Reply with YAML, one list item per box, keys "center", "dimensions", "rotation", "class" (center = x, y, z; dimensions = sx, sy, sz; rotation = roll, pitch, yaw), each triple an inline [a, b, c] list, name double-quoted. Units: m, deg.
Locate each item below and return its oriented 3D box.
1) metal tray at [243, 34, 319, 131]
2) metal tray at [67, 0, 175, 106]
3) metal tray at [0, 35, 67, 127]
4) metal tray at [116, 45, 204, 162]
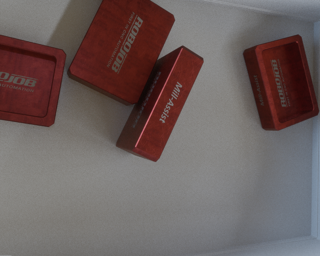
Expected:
- center: [0.189, -0.070, 0.479]
  dimensions: [0.091, 0.030, 0.129]
  rotation: [-19, 97, -19]
  class: "metal tray"
- center: [-0.047, -0.104, 0.391]
  dimensions: [0.090, 0.030, 0.130]
  rotation: [26, 81, -19]
  class: "metal tray"
- center: [-0.178, -0.055, 0.341]
  dimensions: [0.131, 0.030, 0.089]
  rotation: [10, 87, -20]
  class: "metal tray"
- center: [-0.004, -0.028, 0.375]
  dimensions: [0.030, 0.090, 0.130]
  rotation: [28, 81, -18]
  class: "metal tray"
